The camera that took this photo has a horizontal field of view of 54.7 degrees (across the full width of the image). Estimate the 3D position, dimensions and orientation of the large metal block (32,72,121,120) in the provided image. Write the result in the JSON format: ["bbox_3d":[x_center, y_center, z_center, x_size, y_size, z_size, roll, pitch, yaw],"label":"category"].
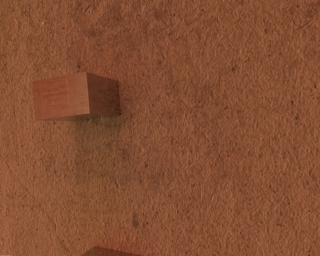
[{"bbox_3d":[-0.109,-0.038,0.418,0.080,0.080,0.050,-6,88,20],"label":"large metal block"}]

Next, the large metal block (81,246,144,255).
[{"bbox_3d":[-0.068,0.216,0.420,0.080,0.050,0.079,3,91,20],"label":"large metal block"}]
